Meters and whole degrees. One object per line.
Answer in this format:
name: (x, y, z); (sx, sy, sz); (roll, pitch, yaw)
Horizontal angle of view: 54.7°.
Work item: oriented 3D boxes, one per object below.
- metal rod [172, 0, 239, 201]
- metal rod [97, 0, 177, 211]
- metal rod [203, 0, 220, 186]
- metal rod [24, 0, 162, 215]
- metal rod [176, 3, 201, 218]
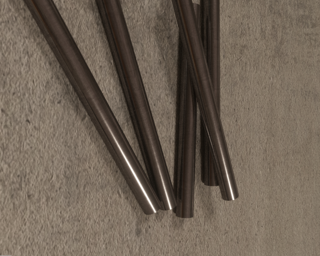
metal rod: (0.064, -0.037, 0.426); (0.025, 0.025, 0.298); (-27, 107, -37)
metal rod: (-0.028, -0.036, 0.382); (0.025, 0.025, 0.298); (-26, 107, -37)
metal rod: (0.079, -0.062, 0.473); (0.025, 0.025, 0.298); (-1, 91, -40)
metal rod: (-0.070, -0.023, 0.347); (0.025, 0.025, 0.299); (-40, 114, -33)
metal rod: (0.040, -0.025, 0.440); (0.025, 0.025, 0.298); (3, 88, -40)
